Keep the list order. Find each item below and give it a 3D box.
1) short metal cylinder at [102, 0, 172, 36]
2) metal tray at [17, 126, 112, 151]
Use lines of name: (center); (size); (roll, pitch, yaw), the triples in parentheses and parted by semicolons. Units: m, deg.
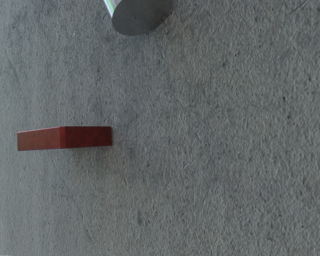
short metal cylinder: (-0.031, -0.165, 0.395); (0.080, 0.081, 0.050); (-37, 67, 34)
metal tray: (-0.151, 0.017, 0.486); (0.130, 0.091, 0.030); (-5, 87, 40)
